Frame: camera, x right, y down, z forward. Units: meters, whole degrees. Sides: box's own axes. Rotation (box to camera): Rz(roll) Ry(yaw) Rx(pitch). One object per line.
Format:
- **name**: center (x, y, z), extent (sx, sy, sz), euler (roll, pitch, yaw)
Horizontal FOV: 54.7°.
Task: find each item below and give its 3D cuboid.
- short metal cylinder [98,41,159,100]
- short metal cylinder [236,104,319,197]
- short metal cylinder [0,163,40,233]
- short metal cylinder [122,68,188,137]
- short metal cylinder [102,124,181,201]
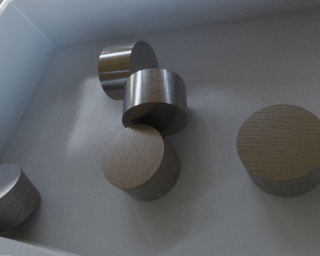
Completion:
- **short metal cylinder**: center (-0.042, -0.080, 0.440), extent (0.050, 0.080, 0.080), euler (0, 62, 28)
- **short metal cylinder**: center (0.123, 0.023, 0.311), extent (0.080, 0.050, 0.080), euler (-13, 56, 20)
- **short metal cylinder**: center (-0.216, 0.095, 0.425), extent (0.080, 0.050, 0.080), euler (-13, 35, 10)
- **short metal cylinder**: center (-0.006, -0.029, 0.391), extent (0.080, 0.080, 0.050), euler (-14, 56, 20)
- **short metal cylinder**: center (-0.022, 0.042, 0.374), extent (0.080, 0.050, 0.080), euler (-13, 56, 20)
